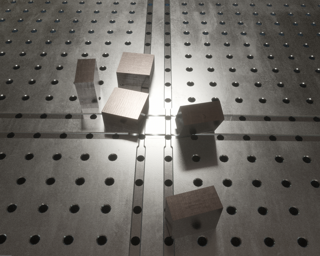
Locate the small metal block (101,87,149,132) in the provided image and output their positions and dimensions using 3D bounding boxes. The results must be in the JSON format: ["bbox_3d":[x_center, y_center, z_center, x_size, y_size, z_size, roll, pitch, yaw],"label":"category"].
[{"bbox_3d":[-0.047,-0.027,0.430,0.050,0.025,0.050,12,51,9],"label":"small metal block"}]

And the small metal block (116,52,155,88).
[{"bbox_3d":[-0.037,-0.092,0.484,0.050,0.025,0.050,6,50,4],"label":"small metal block"}]

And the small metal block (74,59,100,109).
[{"bbox_3d":[-0.102,-0.063,0.443,0.025,0.050,0.050,-3,50,-3],"label":"small metal block"}]

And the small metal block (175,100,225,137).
[{"bbox_3d":[0.049,-0.011,0.398,0.050,0.050,0.025,-9,74,-8],"label":"small metal block"}]

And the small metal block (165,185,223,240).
[{"bbox_3d":[0.033,0.088,0.318,0.050,0.050,0.025,-12,51,-10],"label":"small metal block"}]
